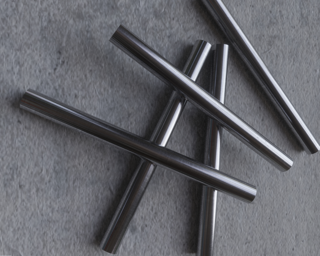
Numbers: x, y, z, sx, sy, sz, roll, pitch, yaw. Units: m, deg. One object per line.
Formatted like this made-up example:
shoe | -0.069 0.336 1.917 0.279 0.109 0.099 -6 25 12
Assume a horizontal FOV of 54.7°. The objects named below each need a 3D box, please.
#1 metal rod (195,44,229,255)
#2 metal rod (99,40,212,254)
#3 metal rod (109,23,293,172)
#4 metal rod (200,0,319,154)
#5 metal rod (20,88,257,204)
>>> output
metal rod | 0.074 0.032 0.437 0.025 0.025 0.298 5 88 -20
metal rod | -0.002 0.017 0.409 0.025 0.025 0.299 28 81 -18
metal rod | 0.065 -0.030 0.406 0.301 0.025 0.025 35 79 -17
metal rod | 0.156 -0.078 0.468 0.025 0.025 0.300 -43 104 -15
metal rod | -0.018 0.026 0.378 0.302 0.025 0.025 24 82 -10
